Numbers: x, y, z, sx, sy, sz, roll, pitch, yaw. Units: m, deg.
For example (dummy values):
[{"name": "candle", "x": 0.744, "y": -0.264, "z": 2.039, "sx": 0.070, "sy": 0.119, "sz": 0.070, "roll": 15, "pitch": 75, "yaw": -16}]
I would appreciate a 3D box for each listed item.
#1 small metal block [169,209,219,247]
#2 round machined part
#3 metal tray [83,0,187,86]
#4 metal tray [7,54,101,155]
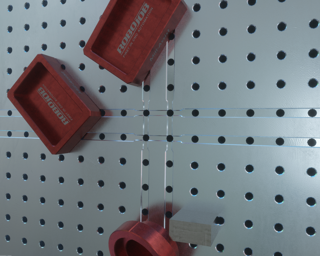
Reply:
[{"name": "small metal block", "x": 0.043, "y": 0.122, "z": 0.384, "sx": 0.050, "sy": 0.050, "sz": 0.025, "roll": 2, "pitch": 91, "yaw": 20}, {"name": "round machined part", "x": -0.015, "y": 0.159, "z": 0.395, "sx": 0.098, "sy": 0.042, "sz": 0.097, "roll": 17, "pitch": 121, "yaw": 31}, {"name": "metal tray", "x": -0.036, "y": -0.134, "z": 0.422, "sx": 0.090, "sy": 0.030, "sz": 0.129, "roll": 35, "pitch": 101, "yaw": 16}, {"name": "metal tray", "x": -0.161, "y": -0.036, "z": 0.466, "sx": 0.090, "sy": 0.030, "sz": 0.130, "roll": -46, "pitch": 76, "yaw": 14}]
